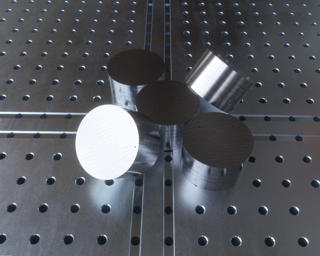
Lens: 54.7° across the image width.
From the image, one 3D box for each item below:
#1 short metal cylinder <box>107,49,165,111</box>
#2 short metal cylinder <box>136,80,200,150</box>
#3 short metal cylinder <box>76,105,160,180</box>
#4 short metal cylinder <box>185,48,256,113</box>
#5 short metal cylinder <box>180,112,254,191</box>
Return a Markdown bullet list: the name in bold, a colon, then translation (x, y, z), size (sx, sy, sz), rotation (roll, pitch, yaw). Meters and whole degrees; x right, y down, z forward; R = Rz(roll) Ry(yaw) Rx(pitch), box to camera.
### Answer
- **short metal cylinder**: translation (-0.033, -0.070, 0.449), size (0.081, 0.050, 0.080), rotation (0, 50, 0)
- **short metal cylinder**: translation (0.010, -0.018, 0.406), size (0.081, 0.050, 0.080), rotation (0, 50, 0)
- **short metal cylinder**: translation (-0.047, 0.017, 0.350), size (0.080, 0.050, 0.080), rotation (-3, 84, 25)
- **short metal cylinder**: translation (0.081, -0.065, 0.420), size (0.080, 0.050, 0.080), rotation (32, 21, -14)
- **short metal cylinder**: translation (0.065, 0.027, 0.369), size (0.081, 0.050, 0.080), rotation (0, 50, 0)
